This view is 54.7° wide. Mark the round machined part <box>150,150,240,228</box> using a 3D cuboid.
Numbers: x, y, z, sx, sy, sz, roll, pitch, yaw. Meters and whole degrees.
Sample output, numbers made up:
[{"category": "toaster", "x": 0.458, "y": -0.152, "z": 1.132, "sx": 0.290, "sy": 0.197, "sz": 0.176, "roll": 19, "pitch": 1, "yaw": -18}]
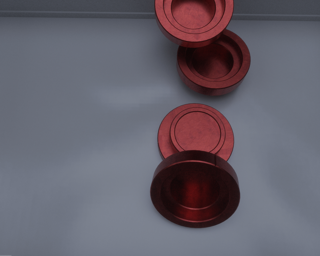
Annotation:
[{"category": "round machined part", "x": 0.040, "y": 0.065, "z": 0.358, "sx": 0.099, "sy": 0.097, "sz": 0.042, "roll": 9, "pitch": 30, "yaw": 3}]

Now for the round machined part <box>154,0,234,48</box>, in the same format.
[{"category": "round machined part", "x": 0.042, "y": -0.152, "z": 0.403, "sx": 0.099, "sy": 0.042, "sz": 0.097, "roll": 0, "pitch": 86, "yaw": 0}]

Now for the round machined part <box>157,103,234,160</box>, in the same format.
[{"category": "round machined part", "x": 0.046, "y": 0.012, "z": 0.396, "sx": 0.099, "sy": 0.042, "sz": 0.098, "roll": 0, "pitch": 70, "yaw": 0}]

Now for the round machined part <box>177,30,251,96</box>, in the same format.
[{"category": "round machined part", "x": 0.072, "y": -0.089, "z": 0.433, "sx": 0.099, "sy": 0.042, "sz": 0.098, "roll": 0, "pitch": 70, "yaw": 0}]
